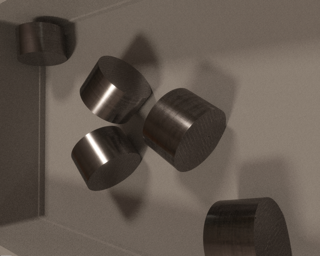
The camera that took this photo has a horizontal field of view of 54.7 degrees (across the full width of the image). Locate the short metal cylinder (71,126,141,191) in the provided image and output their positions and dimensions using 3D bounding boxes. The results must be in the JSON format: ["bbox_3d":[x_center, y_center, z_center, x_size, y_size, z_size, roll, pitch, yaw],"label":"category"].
[{"bbox_3d":[-0.074,0.043,0.430,0.080,0.081,0.050,-52,60,27],"label":"short metal cylinder"}]

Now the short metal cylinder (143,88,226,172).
[{"bbox_3d":[0.028,0.002,0.347,0.050,0.081,0.079,37,113,33],"label":"short metal cylinder"}]

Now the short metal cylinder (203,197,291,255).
[{"bbox_3d":[0.085,0.109,0.299,0.050,0.081,0.080,-16,80,39],"label":"short metal cylinder"}]

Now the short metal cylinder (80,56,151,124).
[{"bbox_3d":[-0.060,-0.052,0.418,0.050,0.081,0.080,-48,62,29],"label":"short metal cylinder"}]

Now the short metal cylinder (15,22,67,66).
[{"bbox_3d":[-0.205,-0.143,0.537,0.080,0.081,0.050,-10,84,39],"label":"short metal cylinder"}]
